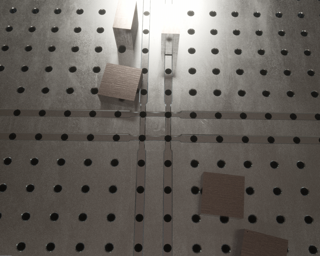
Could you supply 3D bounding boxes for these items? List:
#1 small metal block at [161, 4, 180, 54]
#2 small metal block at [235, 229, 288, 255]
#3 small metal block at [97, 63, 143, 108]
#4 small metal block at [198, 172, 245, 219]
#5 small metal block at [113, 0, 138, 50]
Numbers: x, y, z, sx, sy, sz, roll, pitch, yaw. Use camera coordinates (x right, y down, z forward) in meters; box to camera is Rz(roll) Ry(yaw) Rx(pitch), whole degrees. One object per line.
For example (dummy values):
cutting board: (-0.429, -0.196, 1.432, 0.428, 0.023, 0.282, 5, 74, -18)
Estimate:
small metal block: (0.015, -0.143, 0.451, 0.025, 0.050, 0.050, 2, 70, 0)
small metal block: (0.116, 0.149, 0.359, 0.050, 0.025, 0.050, 14, 70, 4)
small metal block: (-0.054, -0.059, 0.433, 0.050, 0.025, 0.050, 11, 70, 3)
small metal block: (0.076, 0.084, 0.382, 0.050, 0.025, 0.050, 7, 70, 2)
small metal block: (-0.049, -0.150, 0.453, 0.025, 0.050, 0.050, 7, 70, 2)
